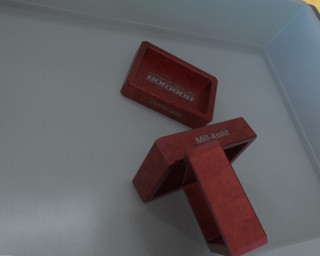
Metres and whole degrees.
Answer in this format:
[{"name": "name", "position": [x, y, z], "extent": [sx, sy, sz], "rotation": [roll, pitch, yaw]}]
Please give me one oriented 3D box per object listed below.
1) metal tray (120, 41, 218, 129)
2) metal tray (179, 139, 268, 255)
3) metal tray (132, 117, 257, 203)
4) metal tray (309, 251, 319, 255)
[{"name": "metal tray", "position": [0.018, -0.061, 0.450], "extent": [0.131, 0.030, 0.090], "rotation": [25, 53, -13]}, {"name": "metal tray", "position": [0.052, 0.074, 0.303], "extent": [0.030, 0.130, 0.090], "rotation": [-21, 71, -6]}, {"name": "metal tray", "position": [0.041, 0.036, 0.362], "extent": [0.131, 0.089, 0.030], "rotation": [-13, 59, -34]}, {"name": "metal tray", "position": [0.194, 0.202, 0.333], "extent": [0.030, 0.090, 0.130], "rotation": [15, 63, 3]}]
